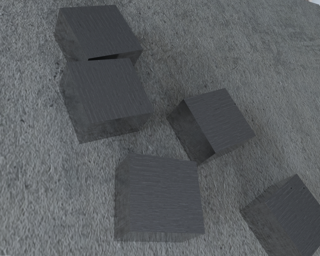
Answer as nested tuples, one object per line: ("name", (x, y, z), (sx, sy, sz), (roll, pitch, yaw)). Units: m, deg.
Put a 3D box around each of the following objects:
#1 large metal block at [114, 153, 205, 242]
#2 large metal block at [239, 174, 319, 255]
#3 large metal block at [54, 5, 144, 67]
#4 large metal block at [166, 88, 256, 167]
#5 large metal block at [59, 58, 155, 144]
("large metal block", (-0.003, 0.078, 0.338), (0.081, 0.050, 0.080), (10, 57, -23))
("large metal block", (0.166, 0.119, 0.404), (0.081, 0.050, 0.080), (-24, 75, -36))
("large metal block", (-0.083, -0.114, 0.412), (0.081, 0.050, 0.080), (-20, 73, -36))
("large metal block", (0.070, -0.002, 0.426), (0.081, 0.050, 0.080), (-18, 71, -35))
("large metal block", (-0.066, -0.035, 0.373), (0.081, 0.050, 0.080), (-13, 68, -33))
